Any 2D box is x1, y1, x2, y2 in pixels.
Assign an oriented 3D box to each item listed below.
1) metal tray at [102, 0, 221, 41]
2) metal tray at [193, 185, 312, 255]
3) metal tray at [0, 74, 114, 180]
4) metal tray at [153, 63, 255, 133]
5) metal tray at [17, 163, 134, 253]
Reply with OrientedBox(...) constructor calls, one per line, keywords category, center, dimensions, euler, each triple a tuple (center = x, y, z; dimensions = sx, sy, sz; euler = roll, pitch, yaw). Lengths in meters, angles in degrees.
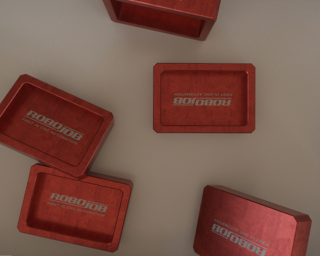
OrientedBox(category="metal tray", center=(0.001, -0.146, 0.378), dimensions=(0.131, 0.090, 0.030), euler=(12, 90, -1))
OrientedBox(category="metal tray", center=(0.101, 0.127, 0.365), dimensions=(0.030, 0.130, 0.089), euler=(11, 90, -38))
OrientedBox(category="metal tray", center=(-0.135, -0.002, 0.390), dimensions=(0.131, 0.030, 0.090), euler=(25, 70, 1))
OrientedBox(category="metal tray", center=(0.057, -0.038, 0.409), dimensions=(0.131, 0.030, 0.089), euler=(0, 90, -1))
OrientedBox(category="metal tray", center=(-0.109, 0.102, 0.407), dimensions=(0.131, 0.030, 0.089), euler=(13, 90, -1))
